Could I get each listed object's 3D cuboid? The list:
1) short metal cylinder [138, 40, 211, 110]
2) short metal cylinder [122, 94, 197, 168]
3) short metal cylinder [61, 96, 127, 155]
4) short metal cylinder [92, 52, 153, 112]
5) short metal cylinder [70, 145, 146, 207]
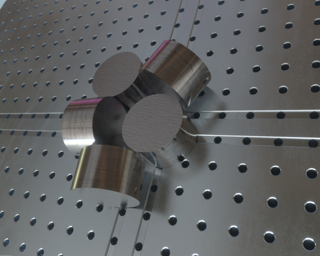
[{"bbox_3d":[0.019,-0.068,0.405,0.080,0.080,0.050,32,79,38],"label":"short metal cylinder"},{"bbox_3d":[0.000,0.004,0.390,0.080,0.050,0.080,-13,57,21],"label":"short metal cylinder"},{"bbox_3d":[-0.086,-0.001,0.420,0.050,0.080,0.080,-2,61,27],"label":"short metal cylinder"},{"bbox_3d":[-0.052,-0.065,0.459,0.080,0.050,0.080,-14,56,22],"label":"short metal cylinder"},{"bbox_3d":[-0.060,0.059,0.367,0.080,0.080,0.050,-6,60,25],"label":"short metal cylinder"}]
